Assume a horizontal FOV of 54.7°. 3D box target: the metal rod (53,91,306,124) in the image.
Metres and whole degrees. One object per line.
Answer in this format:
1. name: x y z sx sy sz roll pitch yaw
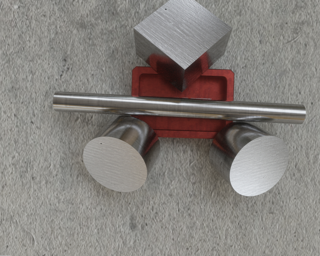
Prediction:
1. metal rod: 0.024 -0.025 0.381 0.302 0.025 0.025 3 90 -1

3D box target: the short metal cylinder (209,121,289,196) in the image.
1. short metal cylinder: 0.109 0.036 0.383 0.081 0.050 0.079 -8 114 -18

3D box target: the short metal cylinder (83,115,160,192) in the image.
1. short metal cylinder: -0.045 0.031 0.380 0.080 0.050 0.079 9 123 15

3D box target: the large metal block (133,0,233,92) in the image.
1. large metal block: 0.026 -0.105 0.377 0.080 0.050 0.080 42 73 15

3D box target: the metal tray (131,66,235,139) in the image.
1. metal tray: 0.029 -0.032 0.409 0.131 0.030 0.089 2 90 0
